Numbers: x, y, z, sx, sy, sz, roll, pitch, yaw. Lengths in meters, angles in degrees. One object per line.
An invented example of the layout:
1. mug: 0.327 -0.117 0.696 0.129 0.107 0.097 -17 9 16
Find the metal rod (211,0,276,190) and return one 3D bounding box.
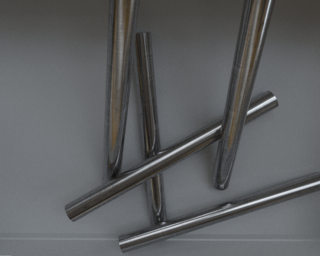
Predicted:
1. metal rod: 0.084 -0.026 0.338 0.025 0.025 0.298 -1 135 0

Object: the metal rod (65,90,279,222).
1. metal rod: 0.015 0.036 0.401 0.301 0.025 0.025 -30 108 0

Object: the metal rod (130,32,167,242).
1. metal rod: -0.012 0.026 0.420 0.025 0.025 0.298 -4 110 1

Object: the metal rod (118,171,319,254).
1. metal rod: 0.089 0.119 0.439 0.302 0.025 0.025 -17 110 -1

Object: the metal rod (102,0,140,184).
1. metal rod: -0.048 -0.021 0.340 0.025 0.025 0.298 9 134 -4
